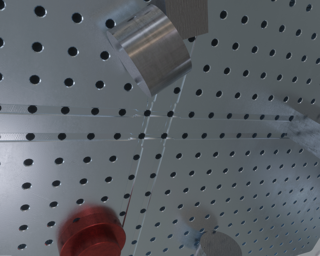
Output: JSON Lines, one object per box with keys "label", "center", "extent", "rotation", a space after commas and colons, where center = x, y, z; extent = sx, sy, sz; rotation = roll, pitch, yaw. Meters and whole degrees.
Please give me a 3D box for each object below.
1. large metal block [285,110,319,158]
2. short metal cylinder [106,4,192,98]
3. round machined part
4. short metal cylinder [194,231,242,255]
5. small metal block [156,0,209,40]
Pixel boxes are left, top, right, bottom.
{"label": "large metal block", "center": [0.283, 0.009, 0.535], "extent": [0.081, 0.080, 0.050], "rotation": [-2, 120, -27]}
{"label": "short metal cylinder", "center": [-0.011, -0.078, 0.321], "extent": [0.050, 0.080, 0.080], "rotation": [-35, 129, -5]}
{"label": "round machined part", "center": [-0.097, 0.178, 0.458], "extent": [0.099, 0.042, 0.097], "rotation": [-14, 124, -21]}
{"label": "short metal cylinder", "center": [0.107, 0.243, 0.584], "extent": [0.081, 0.080, 0.050], "rotation": [1, 118, -29]}
{"label": "small metal block", "center": [0.025, -0.128, 0.346], "extent": [0.050, 0.025, 0.050], "rotation": [-20, 126, -17]}
